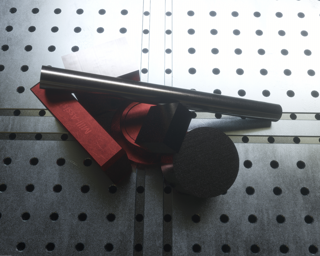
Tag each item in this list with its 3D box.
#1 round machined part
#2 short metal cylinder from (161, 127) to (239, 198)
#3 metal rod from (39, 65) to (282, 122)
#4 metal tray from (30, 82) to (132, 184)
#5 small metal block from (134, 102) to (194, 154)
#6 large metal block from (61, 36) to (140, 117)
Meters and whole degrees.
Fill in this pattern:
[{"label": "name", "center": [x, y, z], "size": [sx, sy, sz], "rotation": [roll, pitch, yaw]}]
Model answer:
[{"label": "round machined part", "center": [-0.016, 0.000, 0.405], "size": [0.099, 0.042, 0.098], "rotation": [0, 70, -1]}, {"label": "short metal cylinder", "center": [0.046, 0.041, 0.371], "size": [0.081, 0.050, 0.080], "rotation": [2, 83, -15]}, {"label": "metal rod", "center": [0.017, -0.037, 0.375], "size": [0.302, 0.025, 0.025], "rotation": [7, 69, -19]}, {"label": "metal tray", "center": [-0.091, 0.004, 0.374], "size": [0.030, 0.090, 0.130], "rotation": [-42, 76, -14]}, {"label": "small metal block", "center": [0.004, 0.001, 0.352], "size": [0.025, 0.050, 0.050], "rotation": [37, 66, -32]}, {"label": "large metal block", "center": [-0.071, -0.063, 0.403], "size": [0.080, 0.080, 0.050], "rotation": [-20, 72, -7]}]
